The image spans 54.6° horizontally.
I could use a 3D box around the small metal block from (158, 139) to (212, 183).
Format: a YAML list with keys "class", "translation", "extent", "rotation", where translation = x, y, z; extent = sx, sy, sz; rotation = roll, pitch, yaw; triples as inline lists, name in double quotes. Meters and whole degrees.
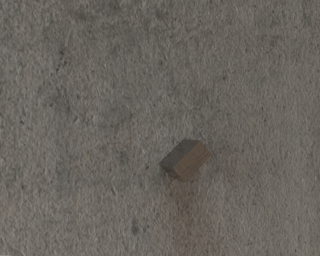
- class: "small metal block"
  translation: [0.032, 0.041, 0.407]
  extent: [0.050, 0.050, 0.025]
  rotation: [-43, 104, -15]
